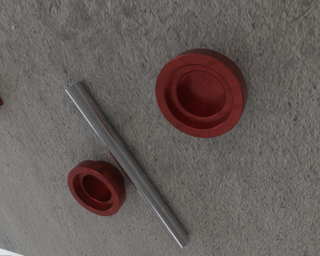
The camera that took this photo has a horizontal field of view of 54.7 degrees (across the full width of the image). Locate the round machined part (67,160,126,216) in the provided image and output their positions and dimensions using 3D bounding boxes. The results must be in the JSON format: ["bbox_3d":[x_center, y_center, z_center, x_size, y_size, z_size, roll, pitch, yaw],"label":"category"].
[{"bbox_3d":[-0.097,0.092,0.504,0.098,0.042,0.097,13,124,21],"label":"round machined part"}]

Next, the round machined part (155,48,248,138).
[{"bbox_3d":[0.048,-0.041,0.345,0.098,0.042,0.097,13,124,21],"label":"round machined part"}]

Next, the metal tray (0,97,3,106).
[{"bbox_3d":[-0.348,-0.058,0.551,0.130,0.030,0.090,-17,110,34],"label":"metal tray"}]

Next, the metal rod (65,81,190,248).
[{"bbox_3d":[-0.043,0.062,0.467,0.025,0.025,0.299,-24,106,36],"label":"metal rod"}]
